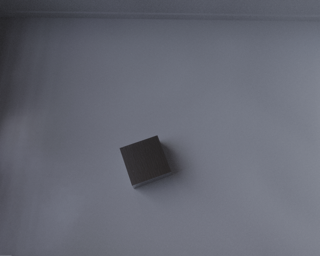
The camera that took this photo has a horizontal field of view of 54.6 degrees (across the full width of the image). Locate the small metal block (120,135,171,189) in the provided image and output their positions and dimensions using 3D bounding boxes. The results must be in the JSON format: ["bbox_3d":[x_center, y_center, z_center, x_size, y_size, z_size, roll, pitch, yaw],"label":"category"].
[{"bbox_3d":[-0.018,0.043,0.394,0.050,0.025,0.050,-19,71,-7],"label":"small metal block"}]
